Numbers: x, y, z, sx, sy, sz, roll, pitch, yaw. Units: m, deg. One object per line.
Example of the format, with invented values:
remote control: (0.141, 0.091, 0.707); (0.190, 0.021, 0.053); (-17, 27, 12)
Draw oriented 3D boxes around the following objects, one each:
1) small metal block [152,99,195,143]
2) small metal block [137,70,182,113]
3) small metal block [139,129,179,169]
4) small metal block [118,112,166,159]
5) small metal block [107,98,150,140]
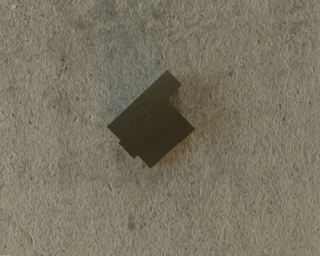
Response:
small metal block: (0.016, -0.008, 0.399); (0.025, 0.050, 0.050); (-43, 91, 0)
small metal block: (-0.001, -0.044, 0.398); (0.050, 0.050, 0.025); (-43, 91, 0)
small metal block: (-0.011, 0.018, 0.411); (0.050, 0.025, 0.050); (-43, 91, 0)
small metal block: (-0.020, 0.008, 0.373); (0.050, 0.050, 0.025); (-43, 91, 0)
small metal block: (-0.037, -0.010, 0.398); (0.050, 0.050, 0.025); (-43, 91, 0)
